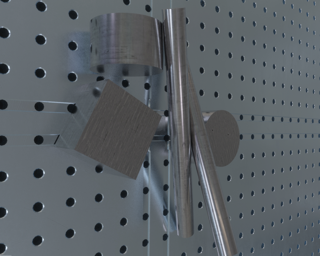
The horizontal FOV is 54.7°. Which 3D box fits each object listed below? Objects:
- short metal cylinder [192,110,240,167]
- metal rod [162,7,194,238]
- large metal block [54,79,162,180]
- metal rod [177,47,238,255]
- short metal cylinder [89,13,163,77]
[{"bbox_3d":[0.072,0.014,0.453,0.081,0.050,0.079,0,90,-40],"label":"short metal cylinder"},{"bbox_3d":[0.025,0.011,0.383,0.025,0.025,0.298,-24,119,-38],"label":"metal rod"},{"bbox_3d":[-0.056,0.003,0.346,0.080,0.050,0.080,34,69,-35],"label":"large metal block"},{"bbox_3d":[0.048,0.009,0.398,0.025,0.025,0.299,-6,78,-40],"label":"metal rod"},{"bbox_3d":[-0.037,-0.088,0.342,0.081,0.080,0.050,0,90,-40],"label":"short metal cylinder"}]
